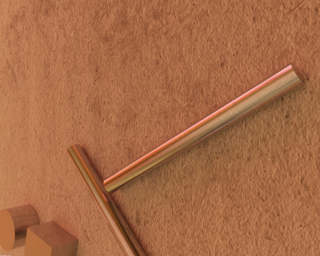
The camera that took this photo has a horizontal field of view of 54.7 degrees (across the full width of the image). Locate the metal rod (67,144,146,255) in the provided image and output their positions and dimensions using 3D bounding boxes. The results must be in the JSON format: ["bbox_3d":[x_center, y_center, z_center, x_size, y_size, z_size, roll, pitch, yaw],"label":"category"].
[{"bbox_3d":[-0.062,0.141,0.453,0.300,0.025,0.025,52,120,27],"label":"metal rod"}]

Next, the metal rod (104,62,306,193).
[{"bbox_3d":[0.029,0.017,0.379,0.299,0.025,0.025,-34,69,34],"label":"metal rod"}]

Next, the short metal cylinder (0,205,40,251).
[{"bbox_3d":[-0.284,0.197,0.619,0.080,0.050,0.079,0,90,39],"label":"short metal cylinder"}]

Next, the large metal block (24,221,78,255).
[{"bbox_3d":[-0.194,0.223,0.545,0.080,0.050,0.079,16,100,38],"label":"large metal block"}]
